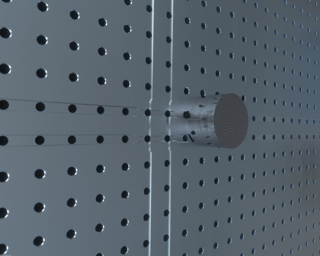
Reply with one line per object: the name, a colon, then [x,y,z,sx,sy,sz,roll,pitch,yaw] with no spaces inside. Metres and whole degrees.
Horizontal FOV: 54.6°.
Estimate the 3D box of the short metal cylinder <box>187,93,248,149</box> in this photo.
short metal cylinder: [0.088,-0.010,0.465,0.081,0.050,0.080,0,90,-40]
